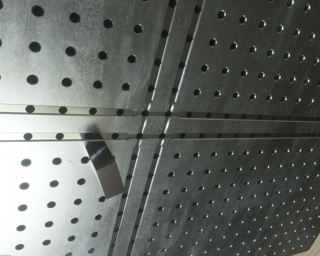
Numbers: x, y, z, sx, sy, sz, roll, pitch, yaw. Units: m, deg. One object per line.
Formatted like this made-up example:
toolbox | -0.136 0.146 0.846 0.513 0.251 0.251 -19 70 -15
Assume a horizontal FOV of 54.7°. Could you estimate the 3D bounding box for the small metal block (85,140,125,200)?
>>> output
small metal block | -0.069 0.052 0.391 0.025 0.050 0.050 -22 127 -16
